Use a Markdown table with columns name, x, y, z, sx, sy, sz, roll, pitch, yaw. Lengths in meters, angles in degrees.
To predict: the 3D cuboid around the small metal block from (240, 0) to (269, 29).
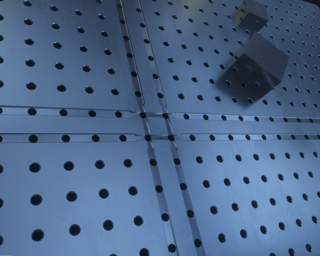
| name | x | y | z | sx | sy | sz | roll | pitch | yaw |
| --- | --- | --- | --- | --- | --- | --- | --- | --- | --- |
| small metal block | 0.202 | -0.247 | 0.668 | 0.050 | 0.025 | 0.050 | 16 | 55 | -19 |

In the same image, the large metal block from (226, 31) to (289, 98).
| name | x | y | z | sx | sy | sz | roll | pitch | yaw |
| --- | --- | --- | --- | --- | --- | --- | --- | --- | --- |
| large metal block | 0.177 | -0.115 | 0.557 | 0.080 | 0.050 | 0.080 | 36 | 51 | -4 |
